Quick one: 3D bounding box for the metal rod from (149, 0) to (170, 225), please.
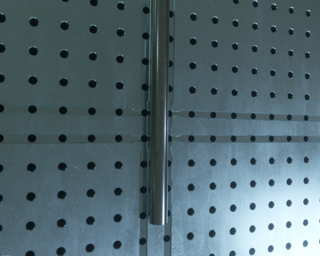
[{"bbox_3d":[-0.001,-0.024,0.412,0.025,0.025,0.298,1,90,-20],"label":"metal rod"}]
